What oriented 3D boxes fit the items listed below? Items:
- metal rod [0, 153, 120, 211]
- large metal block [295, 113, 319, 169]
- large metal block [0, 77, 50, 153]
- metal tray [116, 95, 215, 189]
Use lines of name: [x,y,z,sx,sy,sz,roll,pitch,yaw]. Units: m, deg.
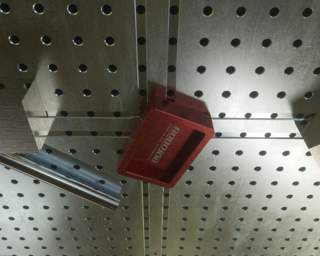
metal rod: [-0.193,0.058,0.458,0.301,0.025,0.025,31,124,-24]
large metal block: [0.242,0.017,0.412,0.080,0.050,0.080,-29,125,22]
large metal block: [-0.191,-0.015,0.381,0.081,0.050,0.079,0,130,0]
metal tray: [0.004,0.025,0.429,0.091,0.030,0.129,19,128,-16]
